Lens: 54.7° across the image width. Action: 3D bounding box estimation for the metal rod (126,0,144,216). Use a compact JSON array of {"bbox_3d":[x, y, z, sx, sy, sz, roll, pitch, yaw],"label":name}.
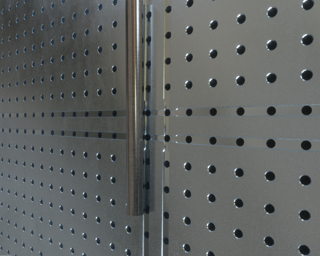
[{"bbox_3d":[-0.035,-0.029,0.436,0.025,0.025,0.298,0,90,39],"label":"metal rod"}]
